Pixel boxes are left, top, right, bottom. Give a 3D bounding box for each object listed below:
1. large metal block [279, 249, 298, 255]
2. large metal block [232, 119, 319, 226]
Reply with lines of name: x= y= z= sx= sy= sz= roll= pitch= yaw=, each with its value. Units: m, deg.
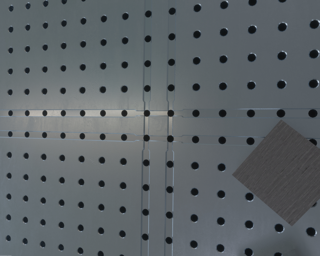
large metal block: x=0.138 y=0.199 z=0.351 sx=0.080 sy=0.050 sz=0.080 roll=-31 pitch=80 yaw=17
large metal block: x=0.142 y=0.047 z=0.349 sx=0.080 sy=0.050 sz=0.080 roll=41 pitch=103 yaw=15
